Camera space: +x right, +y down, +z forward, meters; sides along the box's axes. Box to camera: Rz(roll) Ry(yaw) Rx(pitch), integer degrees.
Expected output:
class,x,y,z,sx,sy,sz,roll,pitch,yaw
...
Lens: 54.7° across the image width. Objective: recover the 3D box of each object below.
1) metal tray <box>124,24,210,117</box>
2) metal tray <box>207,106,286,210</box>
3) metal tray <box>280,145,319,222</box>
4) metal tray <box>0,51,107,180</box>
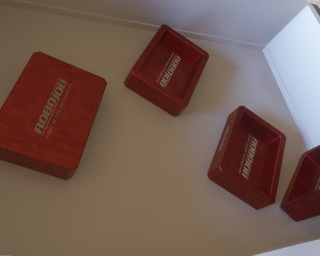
class,x,y,z,sx,sy,sz,roll,pitch,yaw
metal tray,0.015,-0.090,0.464,0.090,0.030,0.130,32,52,-8
metal tray,0.130,0.039,0.447,0.090,0.030,0.130,34,51,-6
metal tray,0.234,0.069,0.447,0.030,0.090,0.131,44,51,1
metal tray,-0.121,-0.017,0.347,0.091,0.030,0.130,22,54,-15
